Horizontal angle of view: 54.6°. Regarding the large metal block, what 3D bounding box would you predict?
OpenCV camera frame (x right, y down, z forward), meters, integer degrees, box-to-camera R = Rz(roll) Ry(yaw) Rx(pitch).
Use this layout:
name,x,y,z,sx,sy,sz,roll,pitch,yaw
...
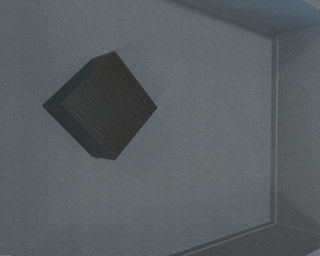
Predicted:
name,x,y,z,sx,sy,sz,roll,pitch,yaw
large metal block,-0.062,-0.023,0.337,0.080,0.050,0.080,52,60,-27
